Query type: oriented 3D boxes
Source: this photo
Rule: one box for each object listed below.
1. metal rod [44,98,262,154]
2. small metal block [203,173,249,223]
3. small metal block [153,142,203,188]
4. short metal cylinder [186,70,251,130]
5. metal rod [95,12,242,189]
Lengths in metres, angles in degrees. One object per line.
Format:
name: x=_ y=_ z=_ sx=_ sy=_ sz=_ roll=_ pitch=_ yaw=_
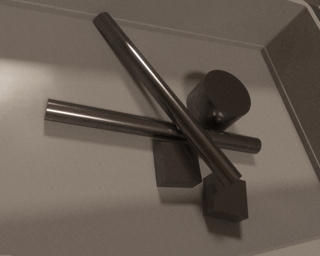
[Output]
metal rod: x=0.008 y=0.003 z=0.409 sx=0.302 sy=0.025 sz=0.025 roll=10 pitch=58 yaw=-23
small metal block: x=0.084 y=0.090 z=0.398 sx=0.050 sy=0.025 sz=0.050 roll=18 pitch=55 yaw=-18
small metal block: x=0.021 y=0.047 z=0.390 sx=0.050 sy=0.025 sz=0.050 roll=7 pitch=59 yaw=-25
short metal cylinder: x=0.087 y=-0.040 z=0.463 sx=0.081 sy=0.050 sz=0.080 roll=14 pitch=56 yaw=-21
metal rod: x=0.001 y=-0.049 z=0.412 sx=0.025 sy=0.025 sz=0.300 roll=-23 pitch=67 yaw=-37
